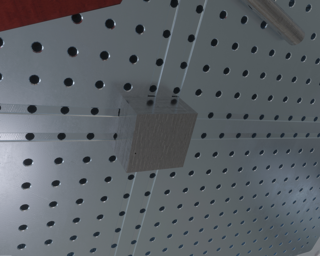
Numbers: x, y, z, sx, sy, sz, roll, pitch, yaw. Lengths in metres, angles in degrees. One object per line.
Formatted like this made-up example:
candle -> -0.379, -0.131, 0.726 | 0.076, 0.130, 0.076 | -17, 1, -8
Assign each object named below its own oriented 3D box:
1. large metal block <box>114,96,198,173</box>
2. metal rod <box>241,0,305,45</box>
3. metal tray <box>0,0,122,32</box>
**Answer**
large metal block -> -0.008, 0.007, 0.395 | 0.081, 0.050, 0.079 | -2, 119, -28
metal rod -> 0.079, -0.172, 0.347 | 0.302, 0.025, 0.025 | 21, 107, -36
metal tray -> -0.104, -0.141, 0.264 | 0.131, 0.030, 0.089 | -20, 126, -17
